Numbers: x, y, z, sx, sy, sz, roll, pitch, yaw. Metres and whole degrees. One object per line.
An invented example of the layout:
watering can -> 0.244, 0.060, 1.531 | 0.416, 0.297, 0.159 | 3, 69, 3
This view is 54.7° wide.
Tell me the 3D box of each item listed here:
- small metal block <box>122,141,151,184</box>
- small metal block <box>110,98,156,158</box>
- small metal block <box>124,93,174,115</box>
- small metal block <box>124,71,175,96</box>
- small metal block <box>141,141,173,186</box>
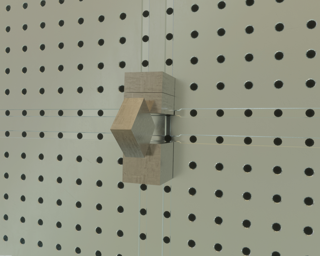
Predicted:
small metal block -> -0.026, 0.043, 0.407 | 0.025, 0.050, 0.050 | 2, 91, 20
small metal block -> -0.030, 0.000, 0.365 | 0.025, 0.050, 0.050 | 1, 48, 20
small metal block -> -0.013, -0.031, 0.402 | 0.050, 0.050, 0.025 | 2, 91, 19
small metal block -> -0.012, -0.056, 0.402 | 0.050, 0.050, 0.025 | 2, 91, 19
small metal block -> -0.003, 0.044, 0.398 | 0.025, 0.050, 0.050 | 2, 91, 20
